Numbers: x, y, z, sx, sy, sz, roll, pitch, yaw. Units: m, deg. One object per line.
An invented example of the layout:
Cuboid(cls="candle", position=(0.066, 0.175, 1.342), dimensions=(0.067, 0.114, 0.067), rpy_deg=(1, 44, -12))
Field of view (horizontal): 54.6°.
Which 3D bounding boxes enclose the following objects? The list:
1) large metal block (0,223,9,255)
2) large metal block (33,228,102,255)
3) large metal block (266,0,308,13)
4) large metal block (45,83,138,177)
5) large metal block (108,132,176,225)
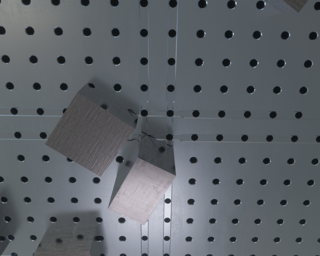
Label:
Cuboid(cls="large metal block", position=(-0.287, 0.162, 0.458), dimensions=(0.080, 0.050, 0.080), rpy_deg=(-8, 110, 3))
Cuboid(cls="large metal block", position=(-0.135, 0.205, 0.474), dimensions=(0.080, 0.050, 0.080), rpy_deg=(-5, 110, 2))
Cuboid(cls="large metal block", position=(0.136, -0.183, 0.334), dimensions=(0.080, 0.050, 0.080), rpy_deg=(32, 107, -11))
Cuboid(cls="large metal block", position=(-0.085, 0.002, 0.400), dimensions=(0.080, 0.050, 0.080), rpy_deg=(33, 107, -12))
Cuboid(cls="large metal block", position=(-0.022, 0.064, 0.407), dimensions=(0.050, 0.080, 0.080), rpy_deg=(27, 108, -10))
